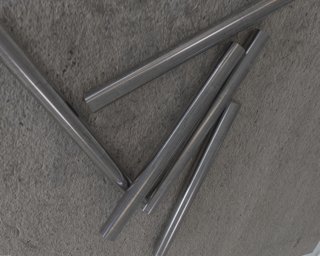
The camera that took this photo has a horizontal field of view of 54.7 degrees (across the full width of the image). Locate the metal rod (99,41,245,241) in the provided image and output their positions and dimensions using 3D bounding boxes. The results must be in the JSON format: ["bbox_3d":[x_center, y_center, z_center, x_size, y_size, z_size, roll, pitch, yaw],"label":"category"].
[{"bbox_3d":[0.014,0.019,0.404,0.025,0.025,0.299,32,94,-38],"label":"metal rod"}]

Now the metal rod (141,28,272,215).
[{"bbox_3d":[0.057,0.000,0.437,0.025,0.025,0.299,22,107,-36],"label":"metal rod"}]

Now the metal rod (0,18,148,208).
[{"bbox_3d":[-0.090,0.008,0.362,0.025,0.025,0.299,-35,129,-5],"label":"metal rod"}]

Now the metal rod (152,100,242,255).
[{"bbox_3d":[0.052,0.091,0.491,0.025,0.025,0.298,9,114,-32],"label":"metal rod"}]

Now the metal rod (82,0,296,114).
[{"bbox_3d":[0.048,-0.102,0.369,0.301,0.025,0.025,-31,129,-9],"label":"metal rod"}]
